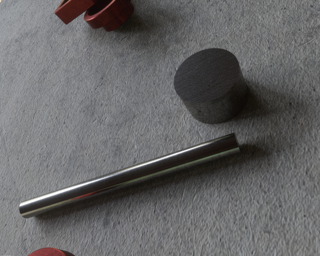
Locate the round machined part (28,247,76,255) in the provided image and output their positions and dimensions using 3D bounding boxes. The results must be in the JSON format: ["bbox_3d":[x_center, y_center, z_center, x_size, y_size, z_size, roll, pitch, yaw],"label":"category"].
[{"bbox_3d":[-0.120,0.186,0.340,0.098,0.042,0.098,-13,56,20],"label":"round machined part"}]

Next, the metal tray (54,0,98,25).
[{"bbox_3d":[-0.148,-0.269,0.611,0.090,0.030,0.130,-20,41,32],"label":"metal tray"}]

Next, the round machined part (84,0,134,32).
[{"bbox_3d":[-0.085,-0.212,0.556,0.098,0.042,0.098,-25,41,24],"label":"round machined part"}]

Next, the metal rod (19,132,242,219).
[{"bbox_3d":[-0.049,0.065,0.388,0.301,0.025,0.025,-19,54,16],"label":"metal rod"}]

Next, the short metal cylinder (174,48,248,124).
[{"bbox_3d":[0.064,-0.052,0.385,0.080,0.050,0.080,-13,56,20],"label":"short metal cylinder"}]
